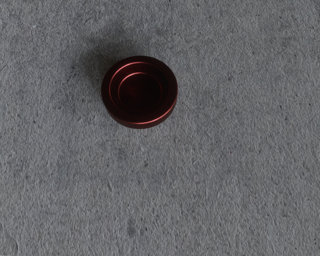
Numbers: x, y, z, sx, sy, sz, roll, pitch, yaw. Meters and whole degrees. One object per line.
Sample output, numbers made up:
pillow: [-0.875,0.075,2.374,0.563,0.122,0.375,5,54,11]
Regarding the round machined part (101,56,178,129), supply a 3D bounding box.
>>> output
round machined part: [-0.026,-0.044,0.415,0.099,0.042,0.098,0,70,0]
